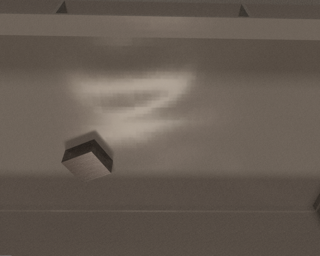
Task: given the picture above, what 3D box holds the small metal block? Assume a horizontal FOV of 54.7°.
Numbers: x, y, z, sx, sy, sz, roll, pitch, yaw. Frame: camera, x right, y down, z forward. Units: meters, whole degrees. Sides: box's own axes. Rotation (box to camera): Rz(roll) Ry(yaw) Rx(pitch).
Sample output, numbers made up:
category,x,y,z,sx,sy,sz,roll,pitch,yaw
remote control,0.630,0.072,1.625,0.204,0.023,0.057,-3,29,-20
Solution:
category,x,y,z,sx,sy,sz,roll,pitch,yaw
small metal block,-0.104,0.049,0.449,0.050,0.025,0.050,-21,128,16
